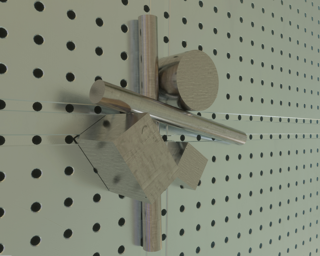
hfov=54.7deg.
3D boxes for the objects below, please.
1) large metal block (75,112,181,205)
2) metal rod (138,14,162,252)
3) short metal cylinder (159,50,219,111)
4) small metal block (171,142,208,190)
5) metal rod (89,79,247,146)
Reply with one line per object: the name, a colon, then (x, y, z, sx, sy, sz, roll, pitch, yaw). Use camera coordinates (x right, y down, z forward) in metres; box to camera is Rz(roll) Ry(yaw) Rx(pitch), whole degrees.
large metal block: (-0.036, 0.031, 0.343, 0.050, 0.080, 0.080, -42, 116, -32)
metal rod: (-0.013, 0.007, 0.401, 0.025, 0.025, 0.298, -2, 92, -40)
short metal cylinder: (0.035, -0.062, 0.424, 0.081, 0.050, 0.079, 0, 90, -40)
small metal block: (0.037, 0.054, 0.443, 0.050, 0.025, 0.050, 41, 65, -33)
metal rod: (0.037, -0.009, 0.418, 0.302, 0.025, 0.025, 15, 80, -47)
